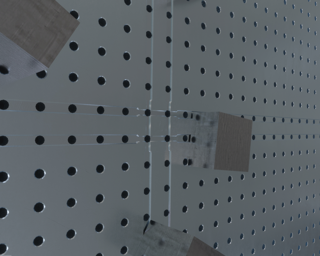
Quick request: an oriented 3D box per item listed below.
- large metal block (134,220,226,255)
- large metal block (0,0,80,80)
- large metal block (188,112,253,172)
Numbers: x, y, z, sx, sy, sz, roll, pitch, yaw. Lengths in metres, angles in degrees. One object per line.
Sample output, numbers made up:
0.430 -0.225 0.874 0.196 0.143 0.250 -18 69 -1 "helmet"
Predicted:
0.028 0.166 0.396 0.080 0.080 0.050 41 65 -32 "large metal block"
-0.130 -0.090 0.264 0.080 0.080 0.050 39 66 -33 "large metal block"
0.092 0.022 0.469 0.081 0.050 0.080 10 84 -39 "large metal block"
